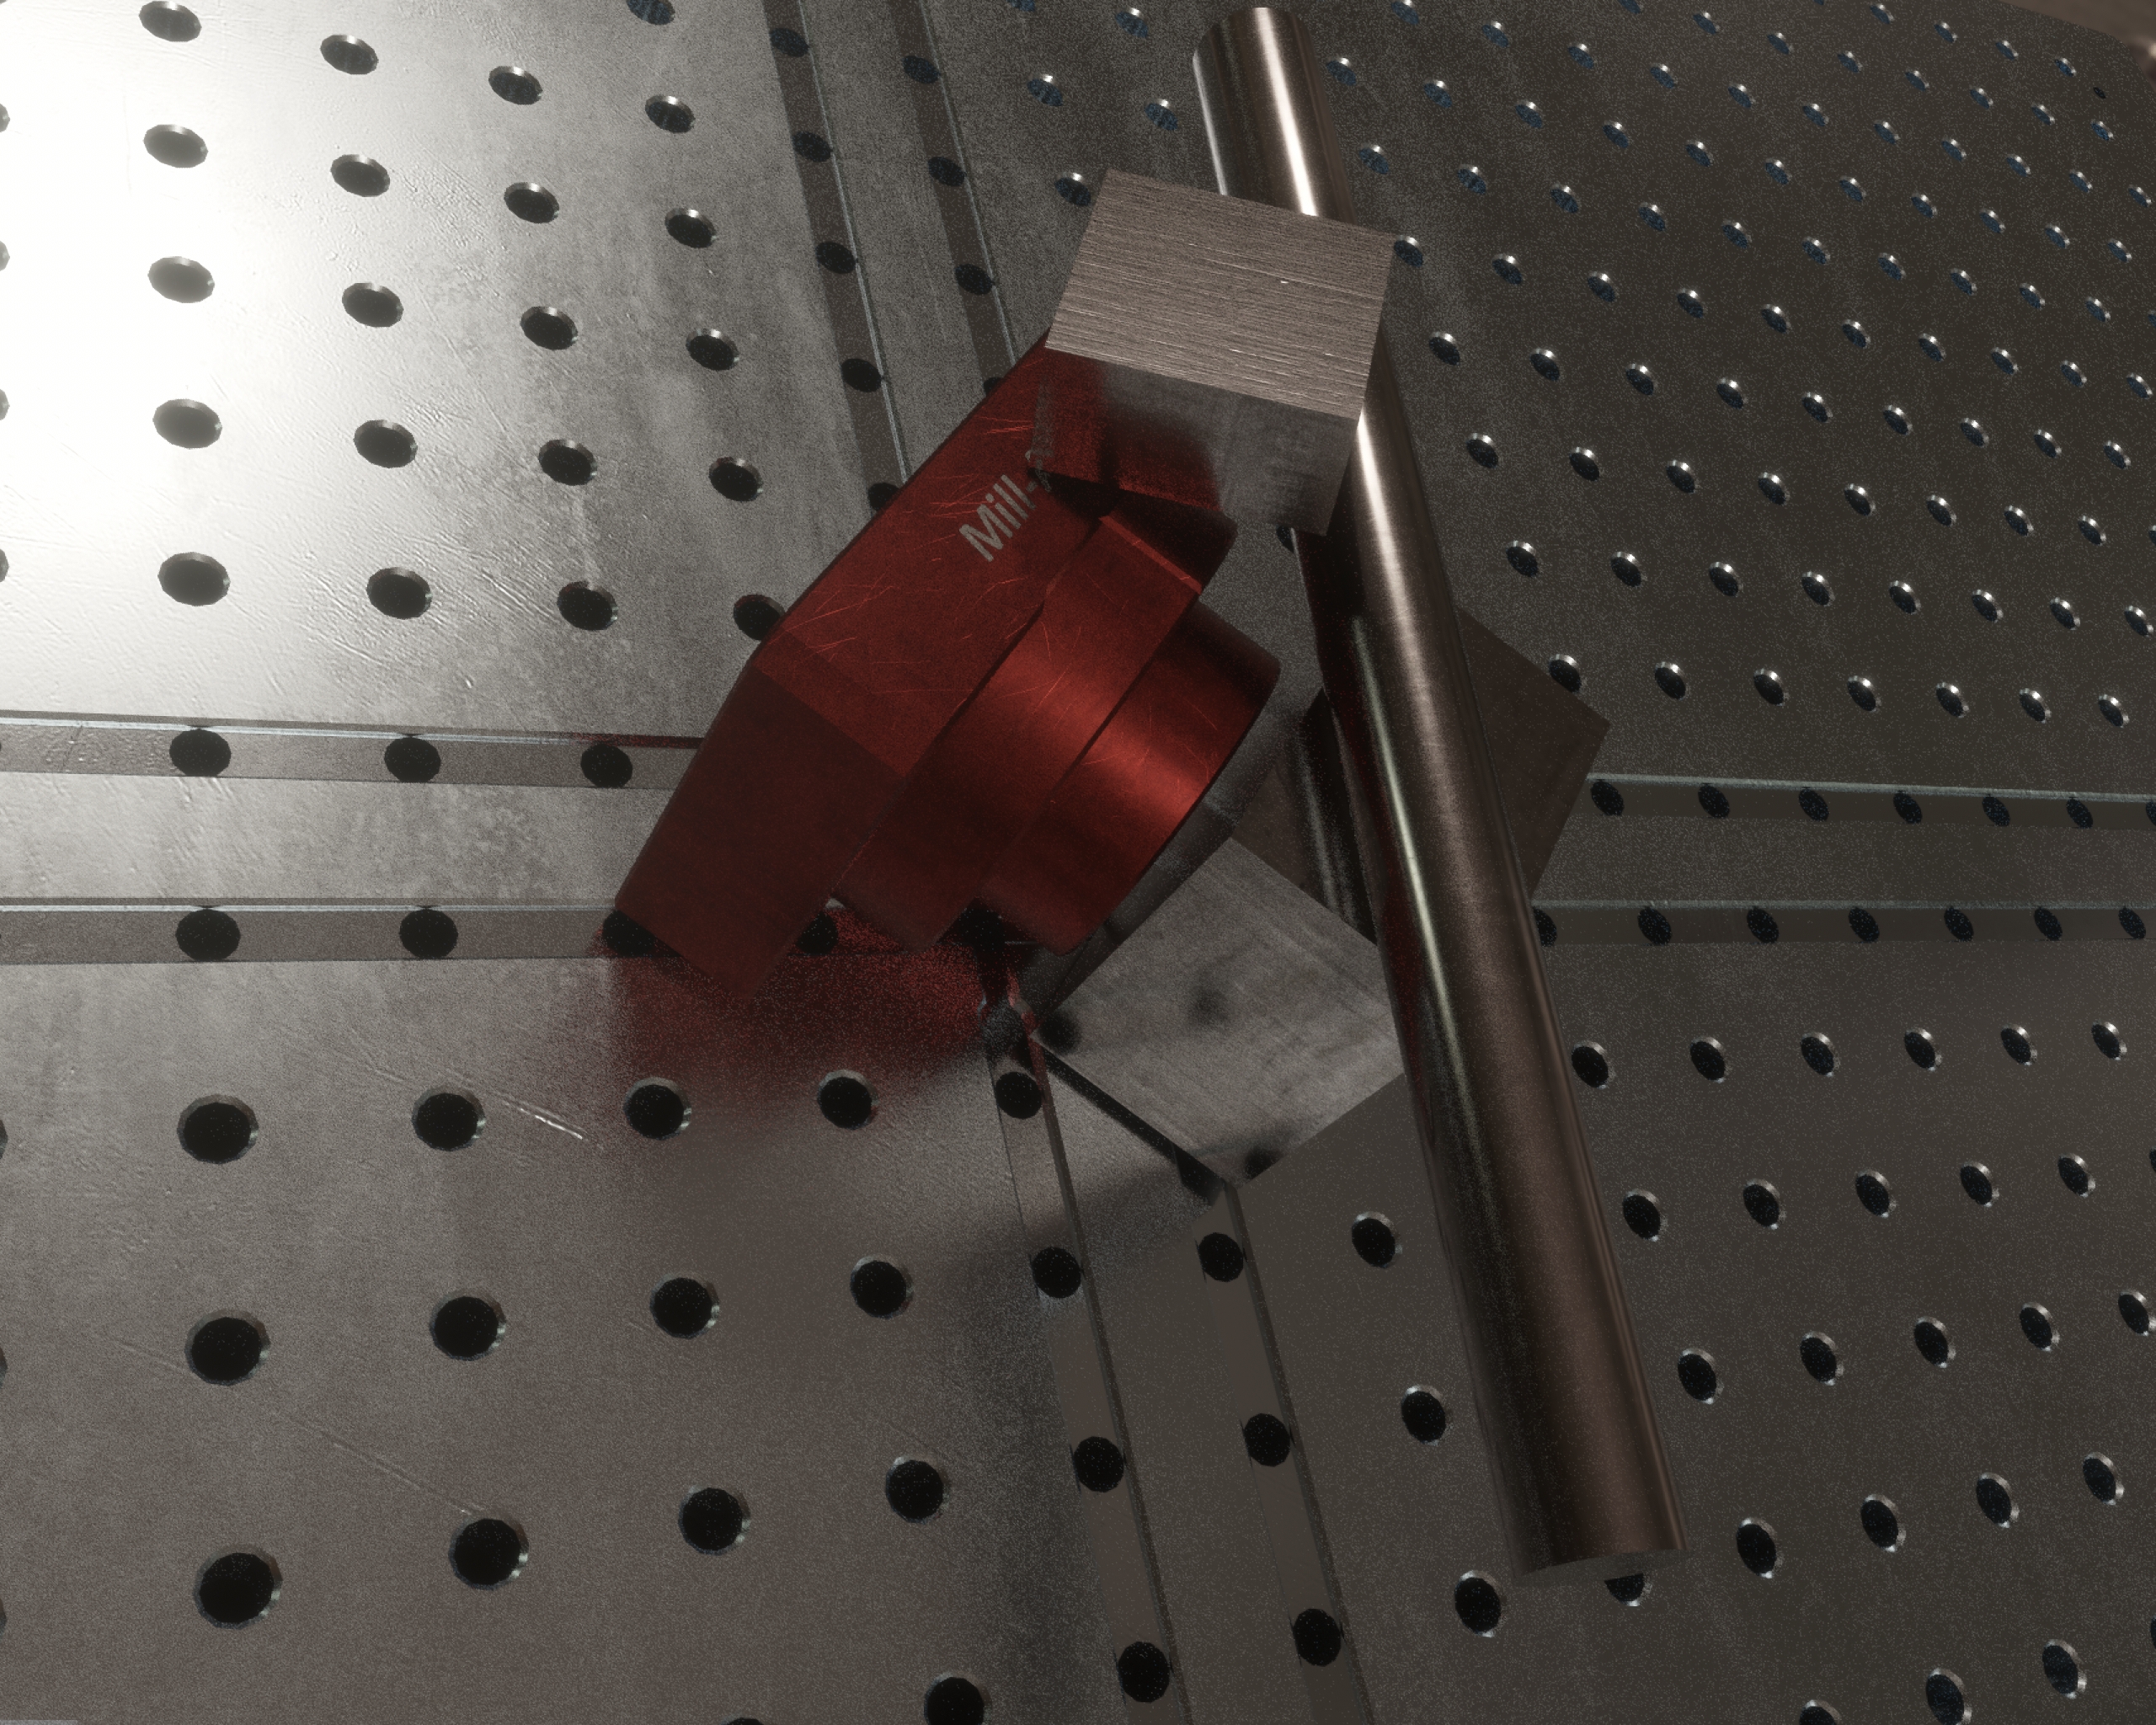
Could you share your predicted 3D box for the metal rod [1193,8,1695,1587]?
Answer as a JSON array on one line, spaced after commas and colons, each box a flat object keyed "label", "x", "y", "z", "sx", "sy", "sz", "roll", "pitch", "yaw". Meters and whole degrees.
[{"label": "metal rod", "x": 0.054, "y": -0.034, "z": 0.357, "sx": 0.025, "sy": 0.025, "sz": 0.299, "roll": 7, "pitch": 59, "yaw": -25}]

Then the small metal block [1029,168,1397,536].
[{"label": "small metal block", "x": 0.023, "y": -0.086, "z": 0.349, "sx": 0.050, "sy": 0.025, "sz": 0.050, "roll": 14, "pitch": 52, "yaw": 2}]

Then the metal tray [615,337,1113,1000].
[{"label": "metal tray", "x": -0.025, "y": -0.044, "z": 0.381, "sx": 0.030, "sy": 0.090, "sz": 0.130, "roll": 37, "pitch": 51, "yaw": -4}]

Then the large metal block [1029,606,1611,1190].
[{"label": "large metal block", "x": 0.045, "y": 0.004, "z": 0.393, "sx": 0.050, "sy": 0.080, "sz": 0.080, "roll": 37, "pitch": 51, "yaw": -4}]

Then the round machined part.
[{"label": "round machined part", "x": 0.000, "y": -0.022, "z": 0.381, "sx": 0.042, "sy": 0.097, "sz": 0.098, "roll": 37, "pitch": 51, "yaw": -5}]
